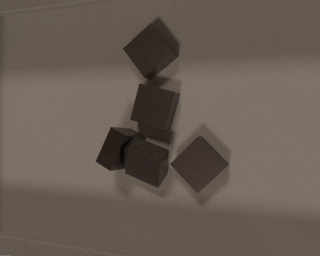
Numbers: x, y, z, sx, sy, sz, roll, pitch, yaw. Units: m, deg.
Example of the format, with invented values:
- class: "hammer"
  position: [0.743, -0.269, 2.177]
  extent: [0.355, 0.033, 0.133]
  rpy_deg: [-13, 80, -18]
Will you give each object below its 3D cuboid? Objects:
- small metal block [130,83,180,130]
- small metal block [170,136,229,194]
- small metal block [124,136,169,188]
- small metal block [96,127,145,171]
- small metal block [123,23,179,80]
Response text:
- class: "small metal block"
  position: [-0.006, -0.028, 0.412]
  extent: [0.050, 0.025, 0.050]
  rpy_deg: [16, 95, 19]
- class: "small metal block"
  position: [0.050, 0.046, 0.392]
  extent: [0.050, 0.025, 0.050]
  rpy_deg: [-46, 76, 14]
- class: "small metal block"
  position: [-0.018, 0.044, 0.402]
  extent: [0.050, 0.025, 0.050]
  rpy_deg: [21, 136, 18]
- class: "small metal block"
  position: [-0.052, 0.027, 0.413]
  extent: [0.025, 0.050, 0.050]
  rpy_deg: [29, 99, 23]
- class: "small metal block"
  position: [-0.012, -0.101, 0.414]
  extent: [0.050, 0.025, 0.050]
  rpy_deg: [-39, 78, 15]
